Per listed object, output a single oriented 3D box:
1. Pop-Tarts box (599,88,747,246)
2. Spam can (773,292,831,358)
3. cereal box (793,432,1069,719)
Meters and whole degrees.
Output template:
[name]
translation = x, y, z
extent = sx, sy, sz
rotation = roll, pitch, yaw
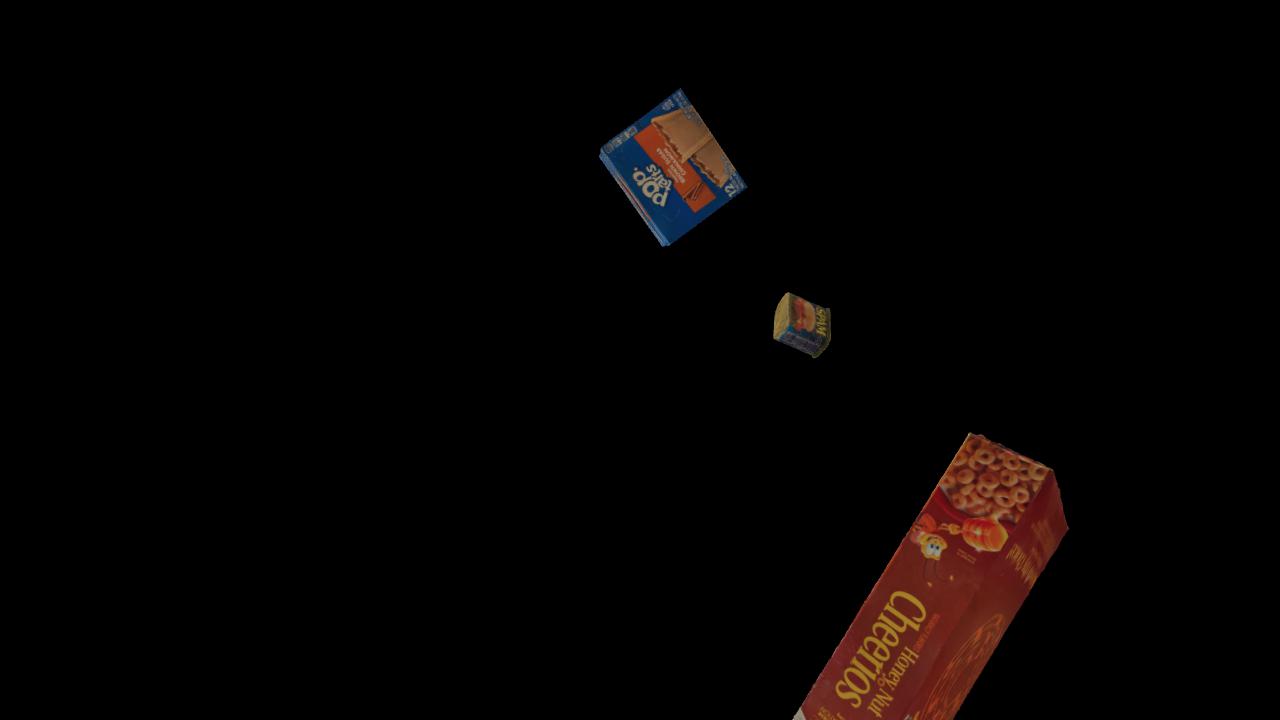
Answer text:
[Pop-Tarts box]
translation = 0.046, -0.274, 0.895
extent = 0.141, 0.167, 0.083
rotation = -36, 8, 1
[Spam can]
translation = 0.290, -0.064, 1.104
extent = 0.085, 0.101, 0.058
rotation = 22, -43, -8
[cereal box]
translation = 0.277, 0.240, 0.570
extent = 0.081, 0.306, 0.203
rotation = 31, -4, 45
